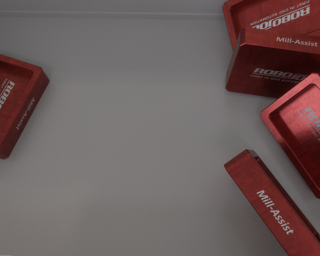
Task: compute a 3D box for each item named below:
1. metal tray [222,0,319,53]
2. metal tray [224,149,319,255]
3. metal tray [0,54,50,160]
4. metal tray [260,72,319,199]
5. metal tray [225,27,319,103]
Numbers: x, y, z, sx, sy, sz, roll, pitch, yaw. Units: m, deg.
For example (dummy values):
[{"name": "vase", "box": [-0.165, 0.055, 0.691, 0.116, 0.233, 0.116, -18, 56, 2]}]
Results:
[{"name": "metal tray", "box": [0.157, -0.146, 0.410, 0.130, 0.030, 0.090, -14, 88, 33]}, {"name": "metal tray", "box": [0.128, 0.085, 0.342, 0.030, 0.090, 0.130, -39, 73, 14]}, {"name": "metal tray", "box": [-0.221, -0.033, 0.417, 0.090, 0.030, 0.130, 18, 71, 6]}, {"name": "metal tray", "box": [0.194, 0.009, 0.372, 0.030, 0.090, 0.130, -13, 66, -42]}, {"name": "metal tray", "box": [0.159, -0.078, 0.402, 0.131, 0.090, 0.030, 9, 58, 3]}]
